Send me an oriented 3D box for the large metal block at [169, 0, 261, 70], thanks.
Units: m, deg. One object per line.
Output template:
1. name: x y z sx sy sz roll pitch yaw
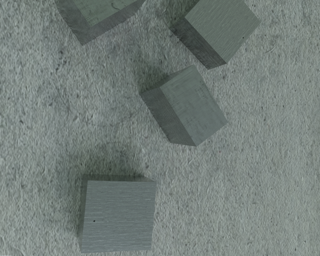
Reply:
1. large metal block: 0.075 -0.140 0.423 0.080 0.050 0.080 43 76 -15

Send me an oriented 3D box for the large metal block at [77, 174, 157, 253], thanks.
1. large metal block: -0.054 0.100 0.376 0.081 0.050 0.080 5 88 -20

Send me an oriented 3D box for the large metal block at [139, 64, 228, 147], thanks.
1. large metal block: 0.027 -0.026 0.389 0.050 0.080 0.080 -36 102 -16

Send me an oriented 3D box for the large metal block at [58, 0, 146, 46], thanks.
1. large metal block: -0.066 -0.145 0.355 0.080 0.080 0.050 -37 102 -16
